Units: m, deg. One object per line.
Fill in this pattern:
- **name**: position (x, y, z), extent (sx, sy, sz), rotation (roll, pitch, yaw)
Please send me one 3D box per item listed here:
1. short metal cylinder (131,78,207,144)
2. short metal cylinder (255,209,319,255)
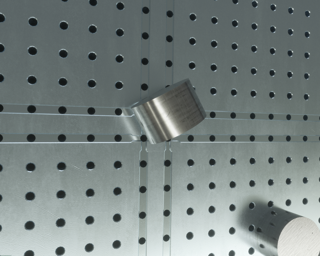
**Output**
- **short metal cylinder**: position (0.011, -0.021, 0.387), extent (0.080, 0.080, 0.050), rotation (-30, 100, -17)
- **short metal cylinder**: position (0.194, 0.169, 0.471), extent (0.081, 0.050, 0.079), rotation (0, 90, -20)
